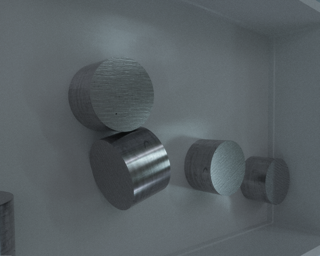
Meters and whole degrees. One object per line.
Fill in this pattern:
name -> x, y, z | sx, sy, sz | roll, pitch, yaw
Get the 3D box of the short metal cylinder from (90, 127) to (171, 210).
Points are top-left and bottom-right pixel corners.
short metal cylinder -> -0.034, 0.043, 0.344 | 0.050, 0.080, 0.079 | -21, 104, -38

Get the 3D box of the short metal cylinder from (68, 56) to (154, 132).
short metal cylinder -> -0.054, -0.036, 0.347 | 0.081, 0.050, 0.079 | 0, 90, -40

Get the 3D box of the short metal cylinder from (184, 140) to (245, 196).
short metal cylinder -> 0.083, 0.057, 0.462 | 0.081, 0.050, 0.079 | 0, 90, -40

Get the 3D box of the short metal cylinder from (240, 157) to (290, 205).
short metal cylinder -> 0.187, 0.092, 0.551 | 0.081, 0.050, 0.079 | 0, 90, -40

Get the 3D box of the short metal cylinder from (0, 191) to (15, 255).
short metal cylinder -> -0.157, 0.082, 0.240 | 0.081, 0.080, 0.050 | -2, 92, -40
